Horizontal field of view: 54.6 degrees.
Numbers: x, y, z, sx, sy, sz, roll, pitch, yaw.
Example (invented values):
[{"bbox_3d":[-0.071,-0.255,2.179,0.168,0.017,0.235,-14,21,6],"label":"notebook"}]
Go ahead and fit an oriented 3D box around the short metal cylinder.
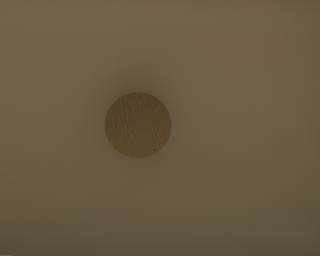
[{"bbox_3d":[-0.026,-0.003,0.399,0.080,0.050,0.080,0,90,0],"label":"short metal cylinder"}]
